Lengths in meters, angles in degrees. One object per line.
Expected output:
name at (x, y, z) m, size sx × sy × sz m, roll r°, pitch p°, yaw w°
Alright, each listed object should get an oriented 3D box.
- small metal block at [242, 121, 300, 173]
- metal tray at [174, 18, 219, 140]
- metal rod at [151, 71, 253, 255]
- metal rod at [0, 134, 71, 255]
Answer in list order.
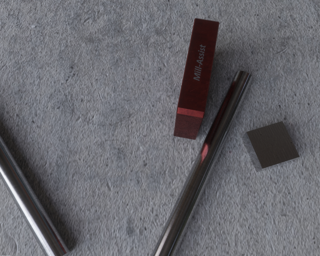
small metal block at (0.142, 0.025, 0.400) m, size 0.050 × 0.025 × 0.050 m, roll -16°, pitch 71°, yaw -6°
metal tray at (0.045, -0.060, 0.395) m, size 0.030 × 0.090 × 0.130 m, roll 11°, pitch 70°, yaw 4°
metal rod at (0.052, 0.054, 0.388) m, size 0.025 × 0.025 × 0.300 m, roll 25°, pitch 72°, yaw 8°
metal rod at (-0.202, 0.035, 0.393) m, size 0.025 × 0.025 × 0.300 m, roll -35°, pitch 74°, yaw -12°
